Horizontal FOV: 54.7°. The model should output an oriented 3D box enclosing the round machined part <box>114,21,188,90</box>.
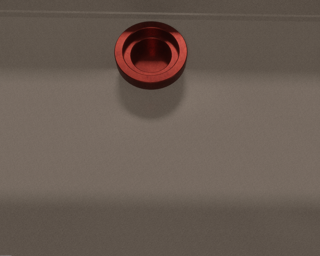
[{"bbox_3d":[-0.012,-0.097,0.436,0.099,0.042,0.098,0,70,-1],"label":"round machined part"}]
